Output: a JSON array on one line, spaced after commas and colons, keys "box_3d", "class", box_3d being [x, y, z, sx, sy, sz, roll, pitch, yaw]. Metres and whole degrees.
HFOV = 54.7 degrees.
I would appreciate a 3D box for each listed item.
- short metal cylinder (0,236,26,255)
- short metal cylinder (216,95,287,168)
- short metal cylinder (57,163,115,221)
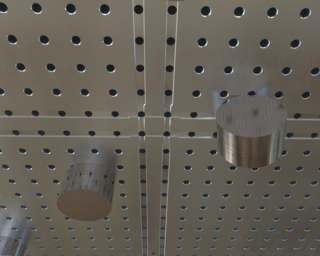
[{"box_3d": [-0.314, 0.256, 0.608, 0.081, 0.050, 0.079, 0, 130, 0], "class": "short metal cylinder"}, {"box_3d": [0.110, 0.002, 0.379, 0.080, 0.080, 0.050, -7, 130, 6], "class": "short metal cylinder"}, {"box_3d": [-0.112, 0.100, 0.479, 0.081, 0.050, 0.079, 0, 130, 0], "class": "short metal cylinder"}]
